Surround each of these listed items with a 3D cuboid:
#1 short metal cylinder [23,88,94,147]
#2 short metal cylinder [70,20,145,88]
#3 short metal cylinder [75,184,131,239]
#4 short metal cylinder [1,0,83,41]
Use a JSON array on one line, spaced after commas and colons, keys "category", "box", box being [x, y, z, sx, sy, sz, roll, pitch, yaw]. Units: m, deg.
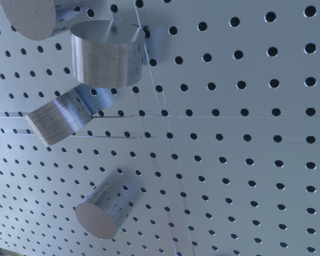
[{"category": "short metal cylinder", "box": [-0.143, -0.016, 0.439, 0.080, 0.080, 0.050, -19, 109, 35]}, {"category": "short metal cylinder", "box": [-0.059, -0.086, 0.352, 0.080, 0.080, 0.050, 19, 126, 17]}, {"category": "short metal cylinder", "box": [-0.097, 0.143, 0.532, 0.080, 0.050, 0.079, 13, 124, 20]}, {"category": "short metal cylinder", "box": [-0.141, -0.152, 0.374, 0.080, 0.050, 0.079, 13, 124, 20]}]
